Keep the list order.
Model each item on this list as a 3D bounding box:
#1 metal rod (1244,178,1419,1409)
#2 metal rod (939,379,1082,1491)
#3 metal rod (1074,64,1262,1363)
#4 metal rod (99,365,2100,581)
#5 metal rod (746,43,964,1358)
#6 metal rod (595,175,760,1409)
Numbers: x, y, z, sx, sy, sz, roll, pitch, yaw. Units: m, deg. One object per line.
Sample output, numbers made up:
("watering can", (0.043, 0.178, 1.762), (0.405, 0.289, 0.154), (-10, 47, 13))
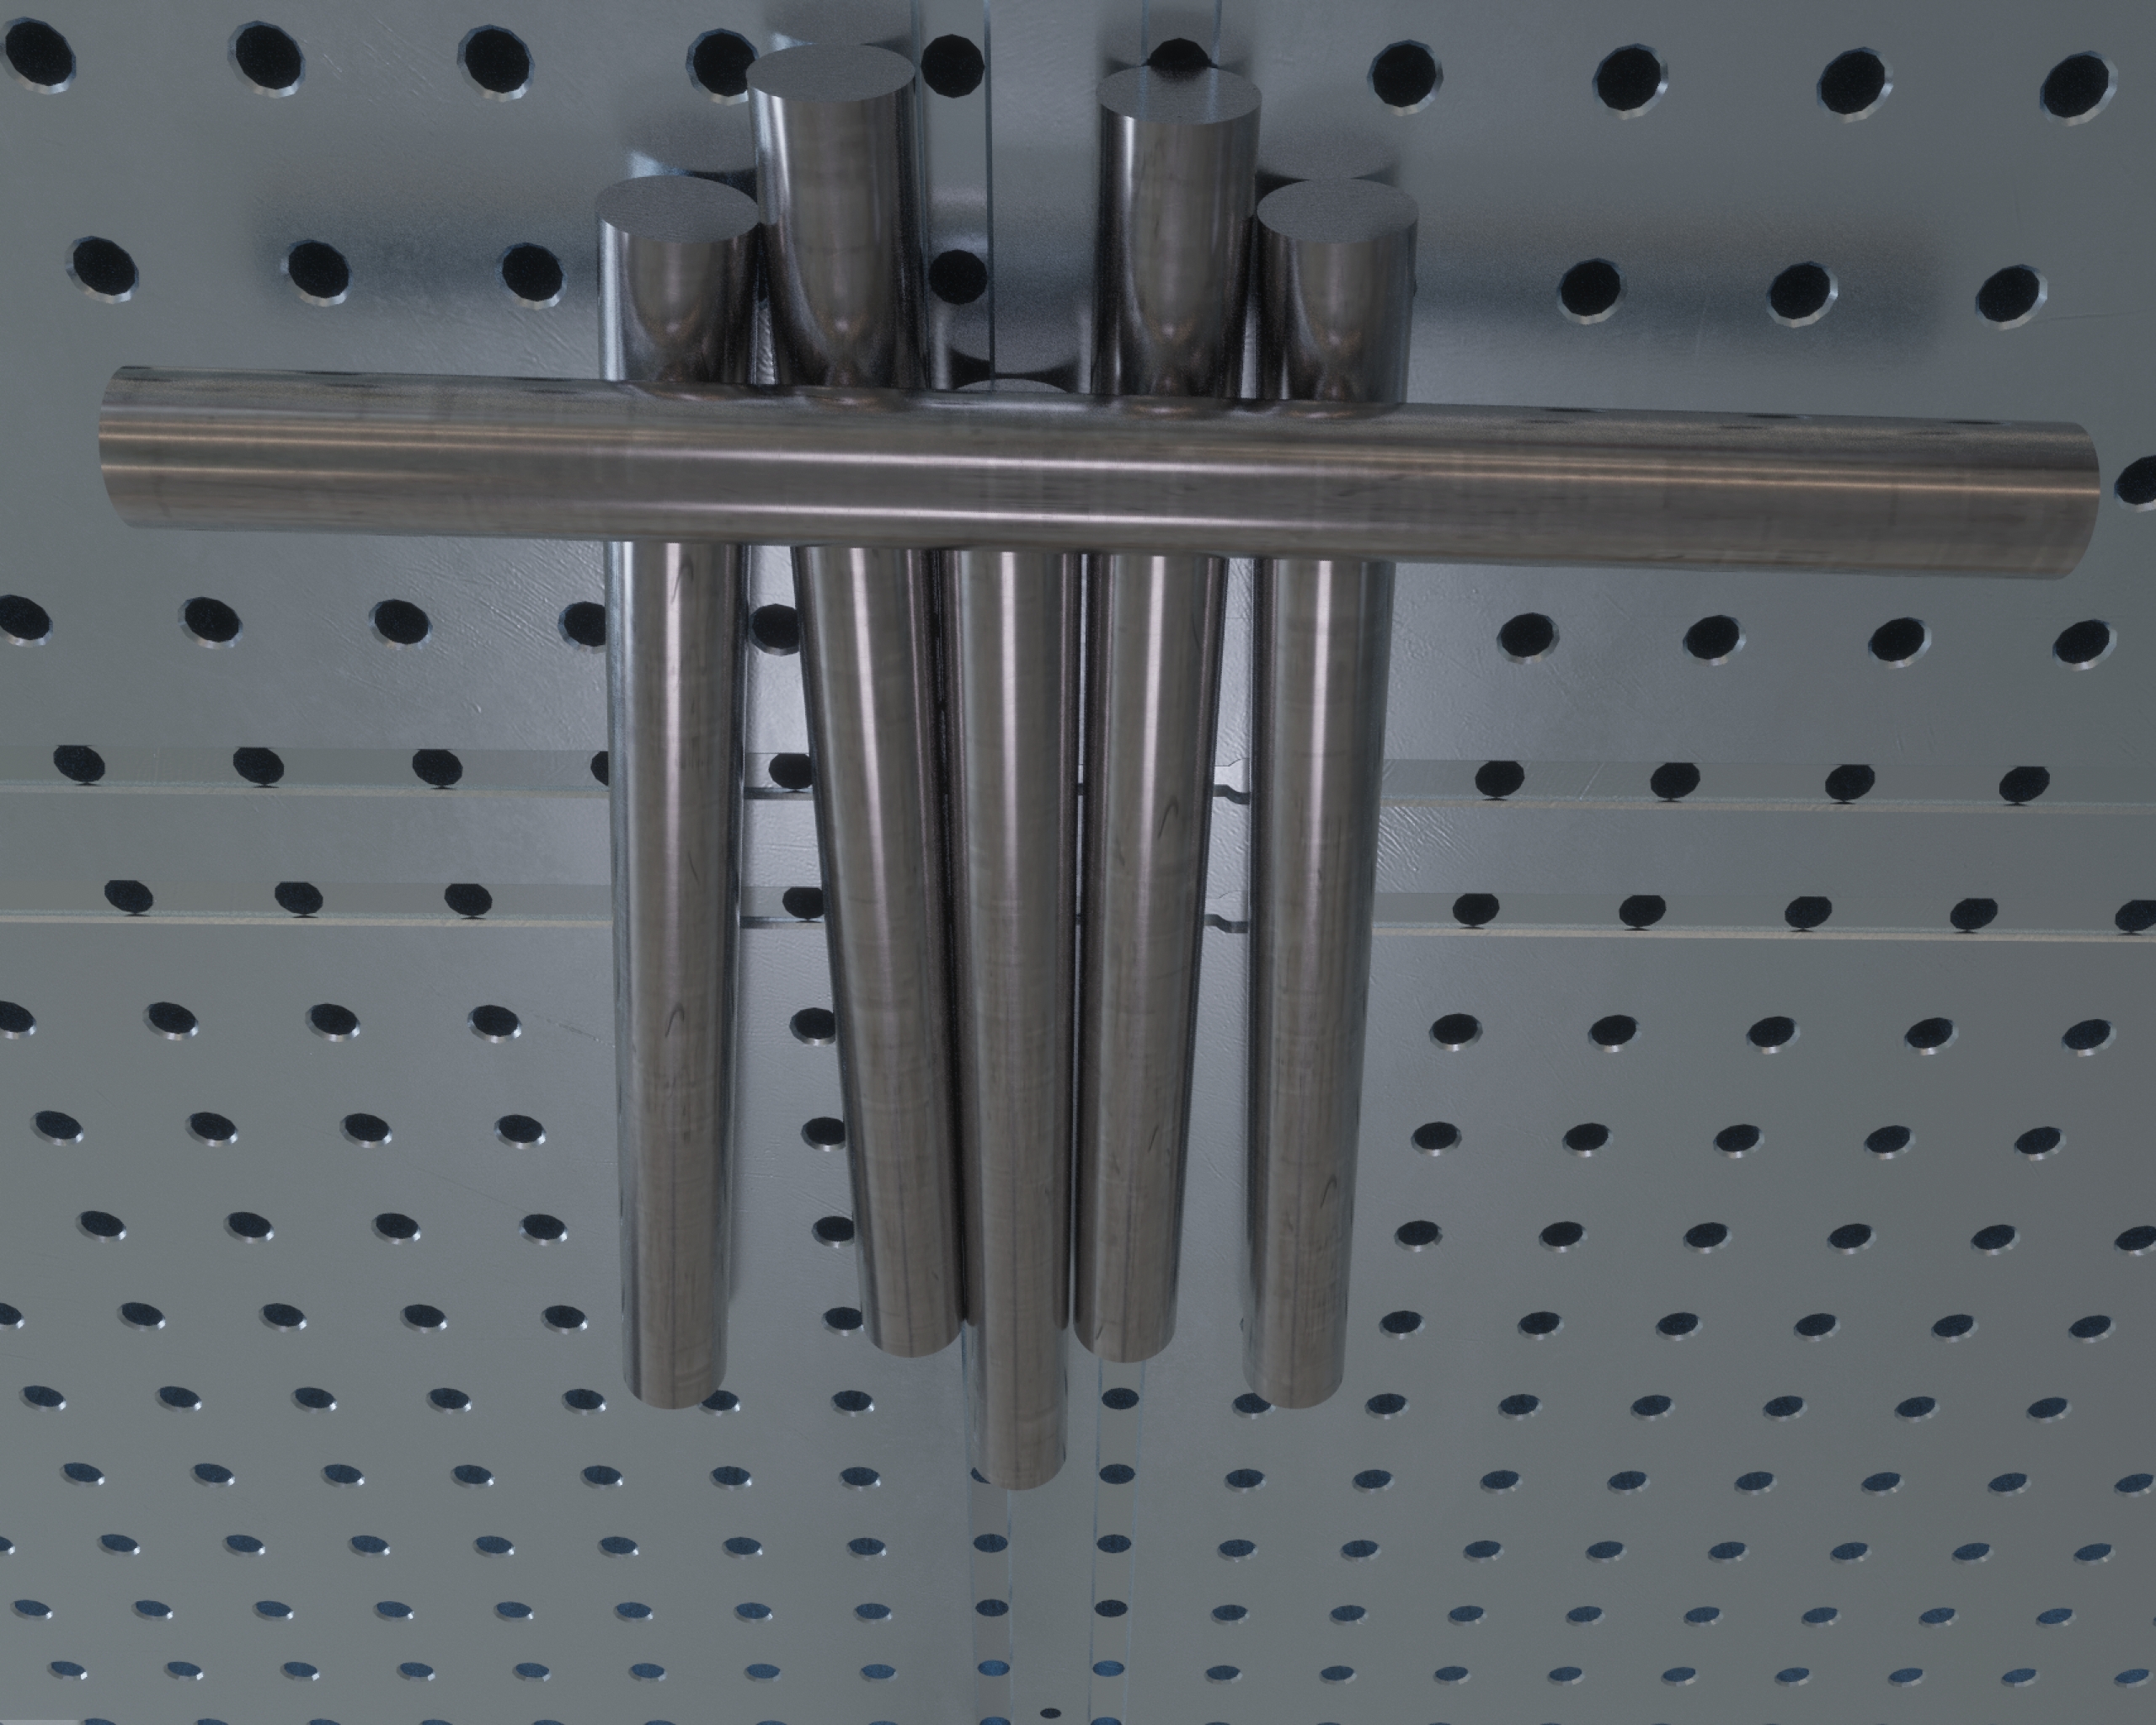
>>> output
("metal rod", (0.047, 0.012, 0.422), (0.025, 0.025, 0.298), (-2, 130, 1))
("metal rod", (-0.013, 0.039, 0.444), (0.025, 0.025, 0.298), (0, 131, -1))
("metal rod", (0.013, -0.002, 0.411), (0.025, 0.025, 0.298), (0, 130, -1))
("metal rod", (0.005, -0.061, 0.327), (0.302, 0.025, 0.025), (1, 130, -2))
("metal rod", (-0.038, -0.004, 0.408), (0.025, 0.025, 0.298), (0, 130, 0))
("metal rod", (-0.081, 0.011, 0.419), (0.025, 0.025, 0.298), (5, 130, -5))
